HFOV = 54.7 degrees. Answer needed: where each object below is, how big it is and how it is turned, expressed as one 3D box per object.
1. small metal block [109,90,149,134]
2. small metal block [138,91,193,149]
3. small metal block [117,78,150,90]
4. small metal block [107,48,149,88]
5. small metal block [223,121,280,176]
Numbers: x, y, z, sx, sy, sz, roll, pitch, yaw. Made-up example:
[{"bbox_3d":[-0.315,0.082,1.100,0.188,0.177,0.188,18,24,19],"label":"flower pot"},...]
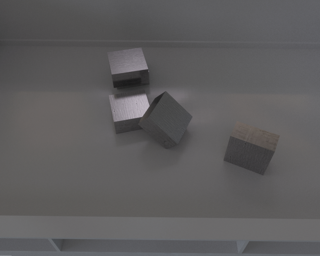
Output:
[{"bbox_3d":[-0.040,-0.023,0.424,0.050,0.025,0.050,-10,51,-9],"label":"small metal block"},{"bbox_3d":[0.008,-0.010,0.397,0.050,0.025,0.050,43,53,-15],"label":"small metal block"},{"bbox_3d":[-0.046,-0.089,0.480,0.050,0.025,0.050,-10,51,-9],"label":"small metal block"},{"bbox_3d":[-0.046,-0.087,0.446,0.050,0.025,0.050,-10,51,-9],"label":"small metal block"},{"bbox_3d":[0.108,0.025,0.369,0.050,0.050,0.025,20,53,16],"label":"small metal block"}]
